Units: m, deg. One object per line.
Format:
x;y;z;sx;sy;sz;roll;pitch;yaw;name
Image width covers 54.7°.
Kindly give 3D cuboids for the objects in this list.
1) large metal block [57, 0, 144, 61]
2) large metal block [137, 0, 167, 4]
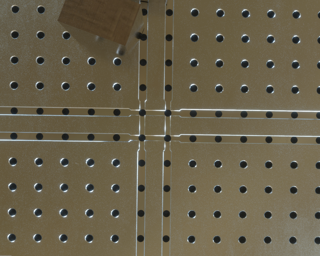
-0.068;-0.129;0.385;0.080;0.080;0.050;20;90;-1;large metal block
-0.024;-0.215;0.400;0.081;0.050;0.080;8;90;-1;large metal block
